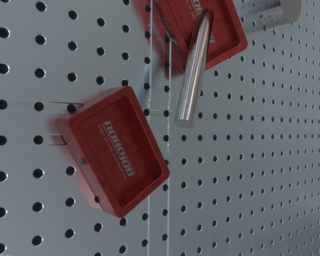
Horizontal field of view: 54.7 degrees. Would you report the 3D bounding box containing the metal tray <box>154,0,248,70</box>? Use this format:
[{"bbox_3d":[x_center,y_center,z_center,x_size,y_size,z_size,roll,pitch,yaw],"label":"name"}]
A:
[{"bbox_3d":[0.055,-0.150,0.423,0.090,0.030,0.130,-29,112,-2],"label":"metal tray"}]

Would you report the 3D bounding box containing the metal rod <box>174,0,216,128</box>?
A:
[{"bbox_3d":[0.060,-0.139,0.427,0.025,0.025,0.299,31,61,-36],"label":"metal rod"}]

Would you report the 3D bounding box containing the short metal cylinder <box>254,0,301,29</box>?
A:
[{"bbox_3d":[0.220,-0.232,0.577,0.081,0.050,0.079,0,90,-40],"label":"short metal cylinder"}]

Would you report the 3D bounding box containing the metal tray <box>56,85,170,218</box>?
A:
[{"bbox_3d":[-0.049,0.027,0.365,0.091,0.030,0.129,-37,113,-34],"label":"metal tray"}]
